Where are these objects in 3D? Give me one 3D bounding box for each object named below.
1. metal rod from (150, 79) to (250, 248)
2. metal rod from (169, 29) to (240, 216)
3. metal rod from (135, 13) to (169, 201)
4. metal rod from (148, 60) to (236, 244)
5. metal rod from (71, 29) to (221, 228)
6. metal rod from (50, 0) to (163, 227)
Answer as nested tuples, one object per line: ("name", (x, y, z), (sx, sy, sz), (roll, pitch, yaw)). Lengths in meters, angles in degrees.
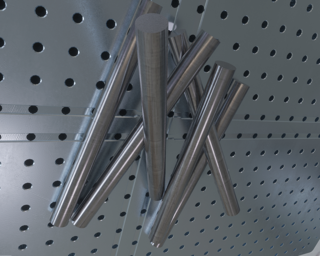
("metal rod", (0.054, 0.065, 0.480), (0.025, 0.025, 0.298), (13, 112, -34))
("metal rod", (0.067, 0.012, 0.427), (0.025, 0.025, 0.299), (-28, 120, -10))
("metal rod", (-0.005, 0.010, 0.351), (0.025, 0.025, 0.299), (-22, 146, -15))
("metal rod", (0.034, 0.052, 0.421), (0.025, 0.025, 0.298), (0, 125, -28))
("metal rod", (-0.028, 0.015, 0.382), (0.025, 0.025, 0.299), (22, 113, -36))
("metal rod", (-0.071, -0.004, 0.368), (0.025, 0.025, 0.298), (14, 111, -34))
